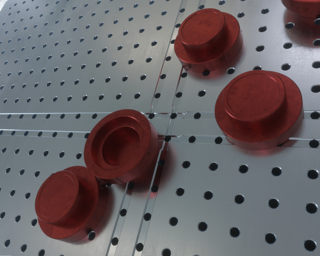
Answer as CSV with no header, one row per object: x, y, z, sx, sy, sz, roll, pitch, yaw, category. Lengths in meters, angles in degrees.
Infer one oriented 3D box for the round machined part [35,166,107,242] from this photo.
-0.122,0.094,0.405,0.098,0.042,0.098,-13,56,21,round machined part

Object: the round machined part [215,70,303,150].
0.110,-0.028,0.357,0.098,0.042,0.098,-13,56,21,round machined part

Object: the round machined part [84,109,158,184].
-0.047,0.027,0.406,0.098,0.042,0.098,-13,56,21,round machined part

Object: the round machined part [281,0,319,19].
0.208,-0.182,0.400,0.098,0.042,0.098,-13,56,21,round machined part

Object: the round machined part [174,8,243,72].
0.065,-0.132,0.445,0.098,0.042,0.098,-13,56,21,round machined part
